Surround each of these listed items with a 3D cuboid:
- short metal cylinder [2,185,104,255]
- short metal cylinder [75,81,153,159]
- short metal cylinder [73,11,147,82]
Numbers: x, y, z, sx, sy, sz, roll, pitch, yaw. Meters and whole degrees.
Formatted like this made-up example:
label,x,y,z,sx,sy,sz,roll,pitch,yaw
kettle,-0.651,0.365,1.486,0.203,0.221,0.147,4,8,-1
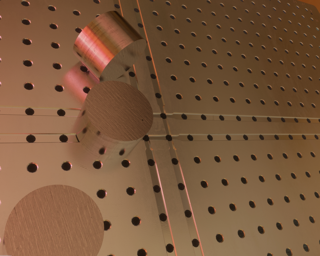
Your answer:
label,x,y,z,sx,sy,sz,roll,pitch,yaw
short metal cylinder,-0.097,0.098,0.281,0.081,0.050,0.080,14,56,-21
short metal cylinder,-0.055,-0.009,0.369,0.081,0.050,0.080,14,56,-21
short metal cylinder,-0.064,-0.103,0.402,0.050,0.080,0.080,47,51,4
